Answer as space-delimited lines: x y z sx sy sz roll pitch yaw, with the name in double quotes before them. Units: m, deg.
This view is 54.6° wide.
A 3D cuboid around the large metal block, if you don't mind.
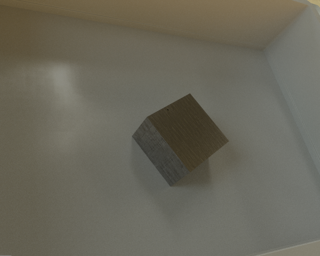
"large metal block" 0.026 0.014 0.395 0.081 0.050 0.080 -31 79 -38
